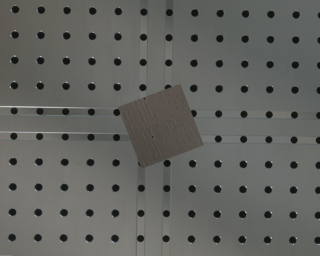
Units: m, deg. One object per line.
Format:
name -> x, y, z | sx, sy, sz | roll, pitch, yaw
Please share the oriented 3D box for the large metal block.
large metal block -> 0.001, -0.002, 0.398 | 0.080, 0.050, 0.080 | -21, 90, -1
